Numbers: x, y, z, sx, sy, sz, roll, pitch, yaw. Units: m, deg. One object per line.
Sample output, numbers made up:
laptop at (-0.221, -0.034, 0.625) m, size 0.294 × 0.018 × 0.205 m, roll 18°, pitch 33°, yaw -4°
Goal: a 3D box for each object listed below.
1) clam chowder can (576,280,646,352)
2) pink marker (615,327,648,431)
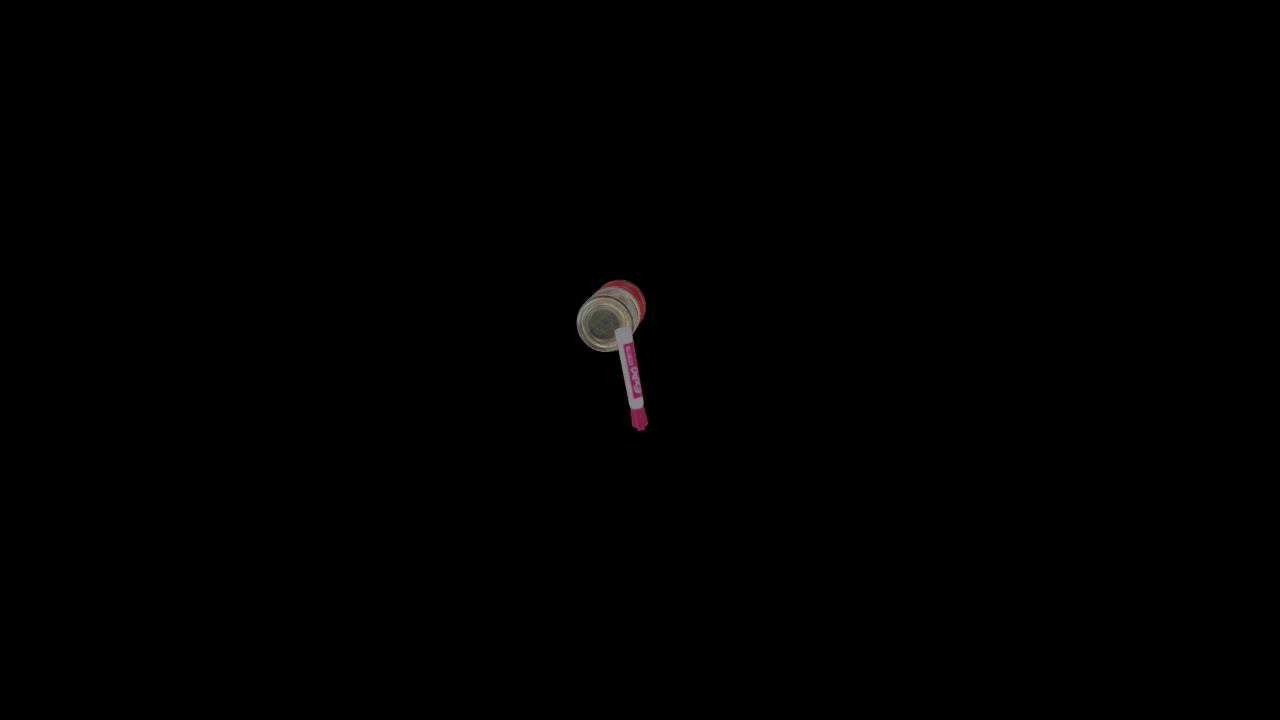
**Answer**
clam chowder can at (-0.032, -0.054, 0.734) m, size 0.068 × 0.068 × 0.102 m, roll 0°, pitch 17°, yaw 8°
pink marker at (-0.009, 0.023, 0.689) m, size 0.020 × 0.121 × 0.020 m, roll -9°, pitch 17°, yaw 3°
